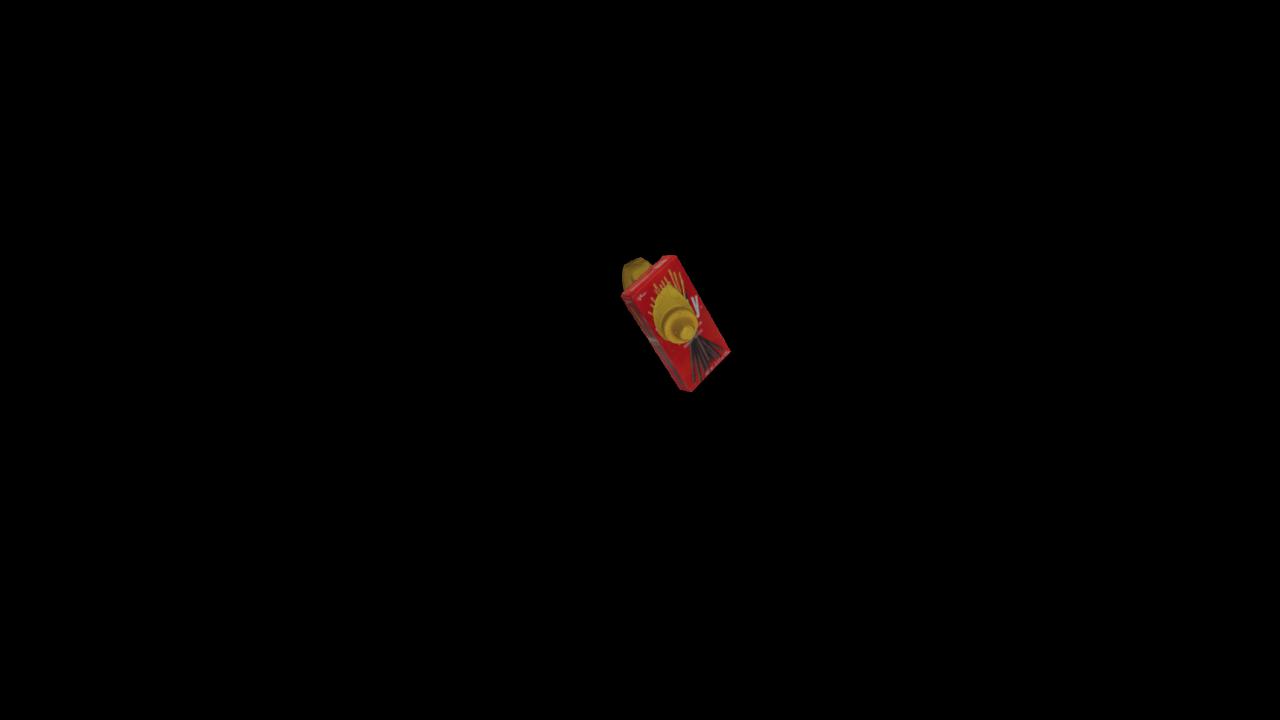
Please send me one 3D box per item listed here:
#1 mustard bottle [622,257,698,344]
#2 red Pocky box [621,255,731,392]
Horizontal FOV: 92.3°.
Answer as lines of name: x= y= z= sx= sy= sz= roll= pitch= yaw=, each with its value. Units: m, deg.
mustard bottle: x=0.028 y=-0.064 z=0.764 sx=0.054 sy=0.092 sz=0.184 roll=-21 pitch=27 yaw=-7
red Pocky box: x=0.047 y=-0.042 z=0.754 sx=0.083 sy=0.155 sz=0.028 roll=-44 pitch=28 yaw=-20
